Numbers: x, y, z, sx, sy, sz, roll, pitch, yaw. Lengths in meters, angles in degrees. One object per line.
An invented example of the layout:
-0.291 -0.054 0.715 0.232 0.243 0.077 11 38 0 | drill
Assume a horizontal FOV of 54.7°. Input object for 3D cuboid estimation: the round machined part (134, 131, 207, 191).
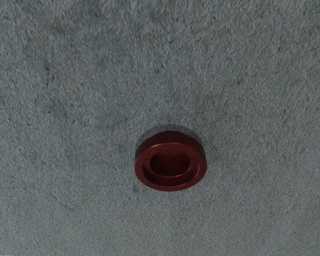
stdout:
0.014 0.042 0.434 0.099 0.042 0.097 -1 130 0 | round machined part
